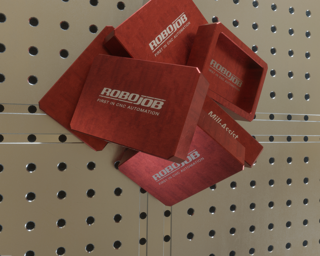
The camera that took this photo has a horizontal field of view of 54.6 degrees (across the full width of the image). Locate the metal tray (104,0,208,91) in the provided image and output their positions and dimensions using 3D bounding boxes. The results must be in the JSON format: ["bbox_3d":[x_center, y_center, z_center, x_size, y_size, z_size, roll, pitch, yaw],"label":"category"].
[{"bbox_3d":[0.005,-0.114,0.391,0.090,0.030,0.130,49,61,-17],"label":"metal tray"}]

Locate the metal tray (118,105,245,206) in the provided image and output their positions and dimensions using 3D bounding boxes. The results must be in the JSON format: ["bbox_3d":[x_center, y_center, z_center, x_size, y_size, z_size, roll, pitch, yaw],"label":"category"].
[{"bbox_3d":[0.023,0.038,0.370,0.090,0.129,0.030,40,39,-16],"label":"metal tray"}]

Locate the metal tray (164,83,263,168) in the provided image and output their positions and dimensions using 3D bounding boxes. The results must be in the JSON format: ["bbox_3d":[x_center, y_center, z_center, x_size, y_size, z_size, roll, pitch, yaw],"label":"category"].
[{"bbox_3d":[0.057,-0.003,0.398,0.130,0.090,0.030,40,77,-16],"label":"metal tray"}]

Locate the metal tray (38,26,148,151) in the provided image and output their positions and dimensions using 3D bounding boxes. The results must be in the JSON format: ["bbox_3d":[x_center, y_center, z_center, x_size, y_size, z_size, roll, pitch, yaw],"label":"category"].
[{"bbox_3d":[-0.072,-0.048,0.383,0.090,0.030,0.130,41,77,-17],"label":"metal tray"}]

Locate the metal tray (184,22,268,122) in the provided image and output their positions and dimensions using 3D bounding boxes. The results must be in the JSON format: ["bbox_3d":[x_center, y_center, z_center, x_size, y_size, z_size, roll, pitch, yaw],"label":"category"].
[{"bbox_3d":[0.091,-0.070,0.417,0.131,0.030,0.090,22,82,-41],"label":"metal tray"}]

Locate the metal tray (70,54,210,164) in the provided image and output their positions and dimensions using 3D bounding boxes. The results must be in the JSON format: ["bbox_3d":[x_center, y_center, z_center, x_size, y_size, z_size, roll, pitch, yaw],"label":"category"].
[{"bbox_3d":[-0.024,-0.024,0.323,0.030,0.130,0.090,30,76,-61],"label":"metal tray"}]
